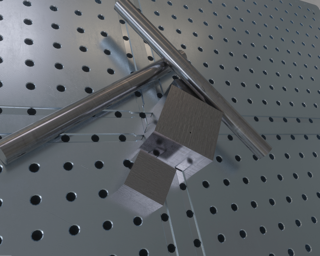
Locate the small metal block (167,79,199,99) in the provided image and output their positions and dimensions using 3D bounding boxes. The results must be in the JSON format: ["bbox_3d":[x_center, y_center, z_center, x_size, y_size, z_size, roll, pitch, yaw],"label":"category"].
[{"bbox_3d":[0.046,-0.047,0.462,0.050,0.025,0.050,-11,67,-33],"label":"small metal block"}]

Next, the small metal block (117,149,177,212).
[{"bbox_3d":[-0.015,0.061,0.363,0.050,0.025,0.050,31,52,-8],"label":"small metal block"}]

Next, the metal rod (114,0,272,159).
[{"bbox_3d":[0.045,-0.073,0.444,0.300,0.025,0.025,47,51,3],"label":"metal rod"}]

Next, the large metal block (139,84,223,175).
[{"bbox_3d":[0.029,0.003,0.406,0.080,0.050,0.080,28,52,-11],"label":"large metal block"}]

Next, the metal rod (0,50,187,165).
[{"bbox_3d":[-0.063,-0.044,0.401,0.025,0.025,0.302,49,51,6],"label":"metal rod"}]
